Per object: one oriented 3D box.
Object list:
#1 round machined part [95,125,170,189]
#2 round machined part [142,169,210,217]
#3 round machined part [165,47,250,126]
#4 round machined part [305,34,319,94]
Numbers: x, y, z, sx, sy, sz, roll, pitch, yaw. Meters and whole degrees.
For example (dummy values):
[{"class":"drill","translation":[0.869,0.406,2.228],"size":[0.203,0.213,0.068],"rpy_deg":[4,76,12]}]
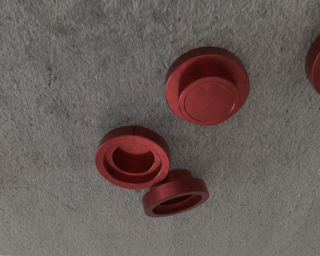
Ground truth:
[{"class":"round machined part","translation":[-0.035,0.035,0.422],"size":[0.099,0.042,0.097],"rpy_deg":[1,127,2]},{"class":"round machined part","translation":[0.020,0.095,0.463],"size":[0.099,0.042,0.098],"rpy_deg":[-13,150,-7]},{"class":"round machined part","translation":[0.055,-0.041,0.362],"size":[0.099,0.042,0.097],"rpy_deg":[0,130,0]},{"class":"round machined part","translation":[0.206,-0.079,0.331],"size":[0.099,0.042,0.097],"rpy_deg":[0,130,0]}]
